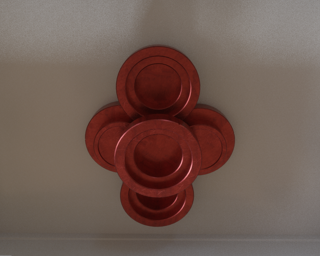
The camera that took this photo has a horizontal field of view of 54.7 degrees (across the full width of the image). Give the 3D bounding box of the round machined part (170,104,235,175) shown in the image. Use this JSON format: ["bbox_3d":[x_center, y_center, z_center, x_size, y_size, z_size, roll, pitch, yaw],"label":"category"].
[{"bbox_3d":[0.050,0.020,0.408,0.099,0.042,0.097,0,110,-1],"label":"round machined part"}]

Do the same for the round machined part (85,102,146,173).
[{"bbox_3d":[-0.049,0.017,0.406,0.099,0.042,0.097,0,110,-1],"label":"round machined part"}]

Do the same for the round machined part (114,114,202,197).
[{"bbox_3d":[-0.002,0.029,0.366,0.099,0.042,0.097,0,110,-1],"label":"round machined part"}]

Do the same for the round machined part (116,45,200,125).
[{"bbox_3d":[-0.002,-0.053,0.380,0.099,0.042,0.097,0,110,-1],"label":"round machined part"}]

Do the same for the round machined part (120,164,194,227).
[{"bbox_3d":[-0.004,0.085,0.431,0.099,0.042,0.097,0,110,-1],"label":"round machined part"}]
